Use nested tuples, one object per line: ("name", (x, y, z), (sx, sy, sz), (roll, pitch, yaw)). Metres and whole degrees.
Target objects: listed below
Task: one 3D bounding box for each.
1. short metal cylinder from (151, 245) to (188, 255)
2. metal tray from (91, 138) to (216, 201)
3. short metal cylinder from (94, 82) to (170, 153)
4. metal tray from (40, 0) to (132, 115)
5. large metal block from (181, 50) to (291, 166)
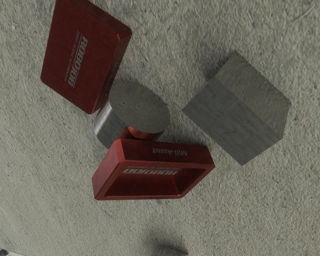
("short metal cylinder", (0.011, 0.243, 0.516), (0.050, 0.080, 0.079), (13, 124, 21))
("metal tray", (-0.008, 0.056, 0.388), (0.131, 0.030, 0.089), (7, 138, -31))
("short metal cylinder", (-0.035, -0.010, 0.383), (0.080, 0.080, 0.050), (39, 129, 2))
("metal tray", (-0.100, -0.091, 0.400), (0.090, 0.030, 0.129), (35, 129, 5))
("large metal block", (0.080, -0.023, 0.315), (0.080, 0.080, 0.050), (43, 129, -1))
